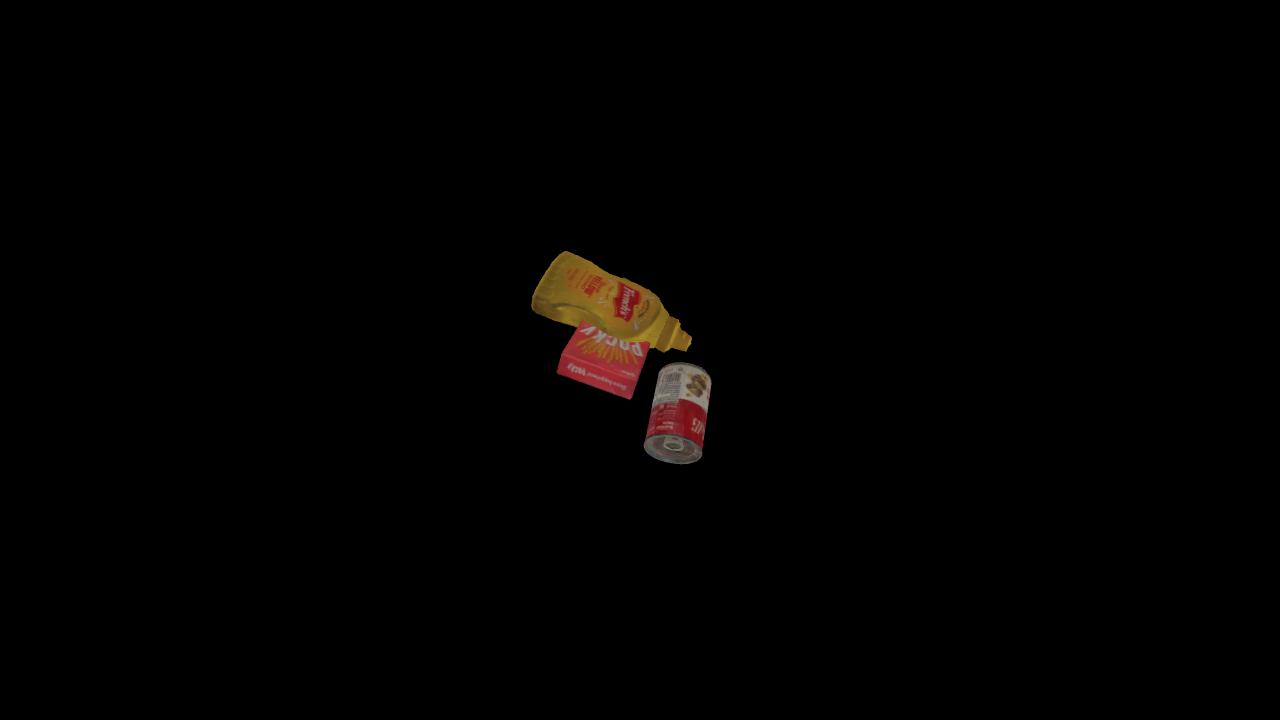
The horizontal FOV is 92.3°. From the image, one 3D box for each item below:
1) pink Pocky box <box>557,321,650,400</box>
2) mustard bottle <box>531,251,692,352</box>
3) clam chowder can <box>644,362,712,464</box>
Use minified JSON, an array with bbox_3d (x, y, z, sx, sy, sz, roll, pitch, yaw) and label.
[{"bbox_3d":[-0.032,-0.018,0.694,0.084,0.029,0.155,20,30,1],"label":"pink Pocky box"},{"bbox_3d":[-0.025,-0.056,0.713,0.184,0.054,0.092,25,45,2],"label":"mustard bottle"},{"bbox_3d":[0.046,0.062,0.724,0.068,0.102,0.068,8,-34,6],"label":"clam chowder can"}]
